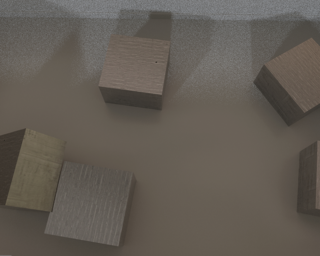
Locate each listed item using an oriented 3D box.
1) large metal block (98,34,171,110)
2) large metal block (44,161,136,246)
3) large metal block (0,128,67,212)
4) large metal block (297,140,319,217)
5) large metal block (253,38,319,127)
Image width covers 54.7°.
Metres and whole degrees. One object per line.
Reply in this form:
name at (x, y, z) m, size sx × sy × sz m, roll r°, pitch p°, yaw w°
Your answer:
large metal block at (-0.031, -0.076, 0.424) m, size 0.080 × 0.050 × 0.080 m, roll 8°, pitch 70°, yaw 3°
large metal block at (-0.077, 0.089, 0.363) m, size 0.080 × 0.050 × 0.080 m, roll 9°, pitch 70°, yaw 3°
large metal block at (-0.160, 0.051, 0.355) m, size 0.080 × 0.050 × 0.080 m, roll -11°, pitch 64°, yaw 39°
large metal block at (0.218, 0.067, 0.373) m, size 0.080 × 0.050 × 0.080 m, roll 11°, pitch 70°, yaw 4°
large metal block at (0.190, -0.062, 0.420) m, size 0.080 × 0.050 × 0.080 m, roll -30°, pitch 73°, yaw -10°
